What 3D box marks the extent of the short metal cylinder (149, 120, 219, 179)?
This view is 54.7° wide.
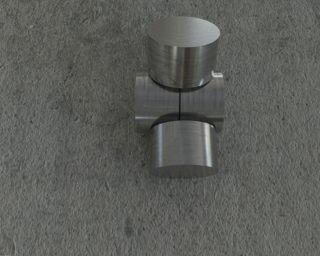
[{"bbox_3d":[0.028,0.029,0.370,0.081,0.080,0.050,0,70,0],"label":"short metal cylinder"}]

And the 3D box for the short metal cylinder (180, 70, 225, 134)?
[{"bbox_3d":[0.049,-0.033,0.392,0.050,0.080,0.080,0,70,0],"label":"short metal cylinder"}]

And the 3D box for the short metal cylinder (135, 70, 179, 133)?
[{"bbox_3d":[-0.003,-0.033,0.393,0.050,0.080,0.080,1,70,0],"label":"short metal cylinder"}]

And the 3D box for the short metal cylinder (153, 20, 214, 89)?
[{"bbox_3d":[0.031,-0.102,0.435,0.081,0.050,0.080,0,70,0],"label":"short metal cylinder"}]

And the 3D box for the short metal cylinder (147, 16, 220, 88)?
[{"bbox_3d":[0.026,-0.089,0.359,0.081,0.050,0.080,1,41,0],"label":"short metal cylinder"}]
